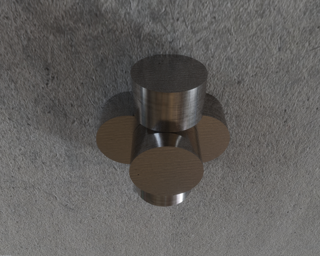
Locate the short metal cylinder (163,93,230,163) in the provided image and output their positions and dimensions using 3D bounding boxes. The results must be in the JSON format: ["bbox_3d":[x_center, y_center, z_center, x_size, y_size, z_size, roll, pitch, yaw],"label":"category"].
[{"bbox_3d":[0.044,0.000,0.393,0.081,0.050,0.079,0,130,0],"label":"short metal cylinder"}]

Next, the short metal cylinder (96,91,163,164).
[{"bbox_3d":[-0.036,0.000,0.392,0.081,0.050,0.079,0,130,0],"label":"short metal cylinder"}]

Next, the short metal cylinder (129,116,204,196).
[{"bbox_3d":[0.007,0.033,0.354,0.081,0.050,0.079,0,130,0],"label":"short metal cylinder"}]

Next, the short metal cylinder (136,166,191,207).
[{"bbox_3d":[0.005,0.059,0.424,0.081,0.080,0.050,0,130,-1],"label":"short metal cylinder"}]

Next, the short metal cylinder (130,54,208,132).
[{"bbox_3d":[0.010,-0.040,0.339,0.081,0.080,0.050,0,130,-1],"label":"short metal cylinder"}]
